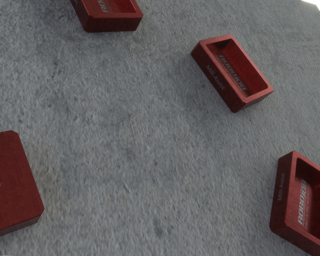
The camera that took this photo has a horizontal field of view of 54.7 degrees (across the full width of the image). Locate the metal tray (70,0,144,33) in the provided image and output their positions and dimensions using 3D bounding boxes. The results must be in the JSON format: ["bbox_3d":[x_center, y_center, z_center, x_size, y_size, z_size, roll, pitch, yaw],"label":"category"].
[{"bbox_3d":[-0.093,-0.208,0.478,0.091,0.030,0.130,-15,70,-34],"label":"metal tray"}]

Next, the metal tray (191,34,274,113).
[{"bbox_3d":[0.123,-0.096,0.527,0.091,0.030,0.130,-23,74,-37],"label":"metal tray"}]

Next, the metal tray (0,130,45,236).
[{"bbox_3d":[-0.181,0.060,0.267,0.131,0.030,0.090,-15,70,-34],"label":"metal tray"}]

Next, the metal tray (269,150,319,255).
[{"bbox_3d":[0.212,0.108,0.451,0.090,0.030,0.130,32,51,-8],"label":"metal tray"}]
